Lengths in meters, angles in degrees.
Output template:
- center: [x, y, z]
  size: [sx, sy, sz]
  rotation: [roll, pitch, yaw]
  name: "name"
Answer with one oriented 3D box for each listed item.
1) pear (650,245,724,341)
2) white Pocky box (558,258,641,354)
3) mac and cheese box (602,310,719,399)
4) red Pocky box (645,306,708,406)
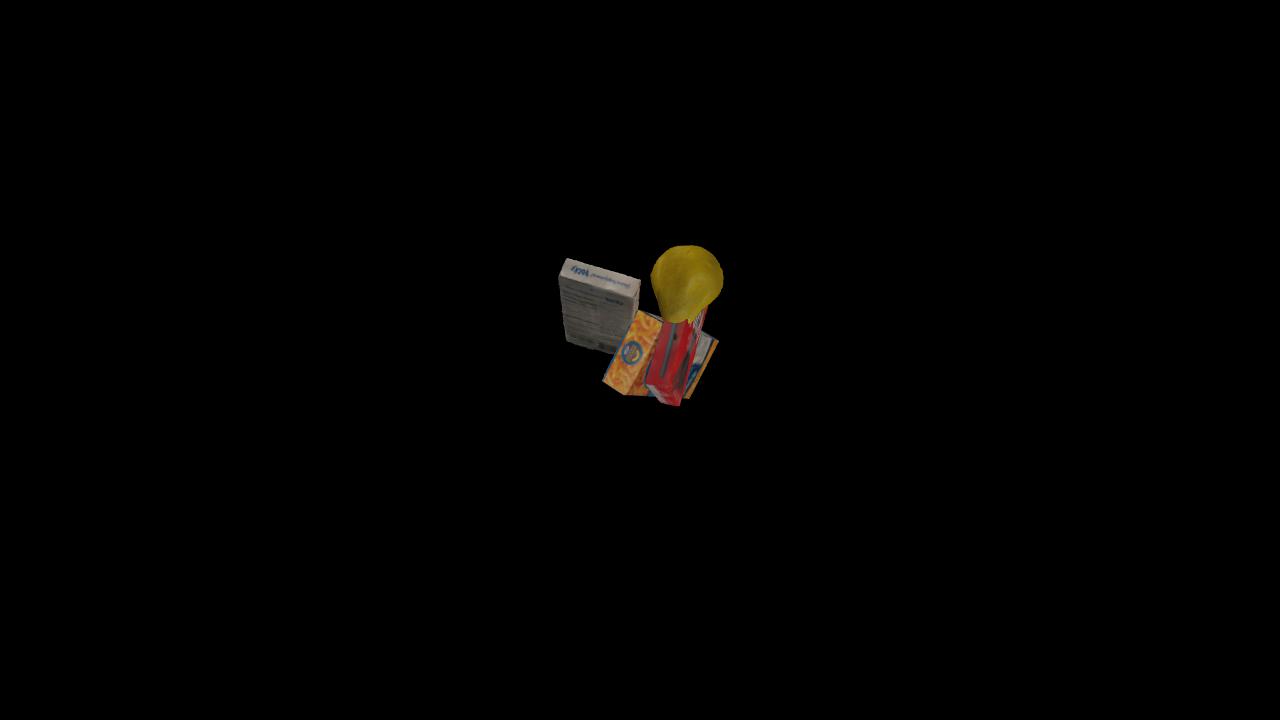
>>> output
- center: [0.043, -0.067, 0.665]
  size: [0.080, 0.111, 0.080]
  rotation: [19, -20, 7]
  name: "pear"
- center: [-0.045, -0.052, 0.690]
  size: [0.084, 0.028, 0.154]
  rotation: [16, -24, 4]
  name: "white Pocky box"
- center: [0.031, -0.001, 0.747]
  size: [0.041, 0.093, 0.184]
  rotation: [33, 11, 25]
  name: "mac and cheese box"
- center: [0.047, -0.032, 0.677]
  size: [0.028, 0.155, 0.083]
  rotation: [13, -14, 18]
  name: "red Pocky box"
